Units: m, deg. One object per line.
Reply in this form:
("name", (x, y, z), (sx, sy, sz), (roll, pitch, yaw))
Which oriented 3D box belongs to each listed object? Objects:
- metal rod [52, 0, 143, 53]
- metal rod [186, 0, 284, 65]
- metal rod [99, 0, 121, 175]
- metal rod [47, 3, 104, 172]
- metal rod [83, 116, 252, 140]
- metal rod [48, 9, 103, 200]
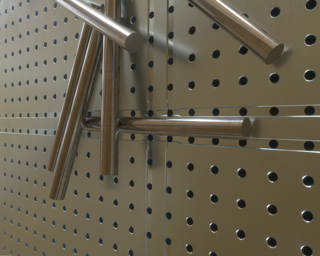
("metal rod", (-0.116, -0.177, 0.470), (0.300, 0.025, 0.025), (42, 116, 41))
("metal rod", (0.032, -0.176, 0.384), (0.300, 0.025, 0.025), (50, 120, 28))
("metal rod", (-0.070, -0.083, 0.446), (0.025, 0.025, 0.299), (-8, 78, 40))
("metal rod", (-0.148, -0.060, 0.533), (0.025, 0.025, 0.298), (31, 109, 36))
("metal rod", (-0.022, -0.003, 0.428), (0.300, 0.025, 0.025), (2, 92, 40))
("metal rod", (-0.124, -0.035, 0.484), (0.025, 0.025, 0.299), (16, 91, 39))
